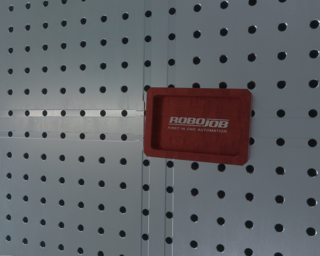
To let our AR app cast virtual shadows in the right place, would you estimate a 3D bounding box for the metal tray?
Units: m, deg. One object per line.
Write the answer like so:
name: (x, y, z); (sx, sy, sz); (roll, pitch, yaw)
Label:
metal tray: (0.047, -0.004, 0.393); (0.130, 0.030, 0.090); (4, 91, 20)
